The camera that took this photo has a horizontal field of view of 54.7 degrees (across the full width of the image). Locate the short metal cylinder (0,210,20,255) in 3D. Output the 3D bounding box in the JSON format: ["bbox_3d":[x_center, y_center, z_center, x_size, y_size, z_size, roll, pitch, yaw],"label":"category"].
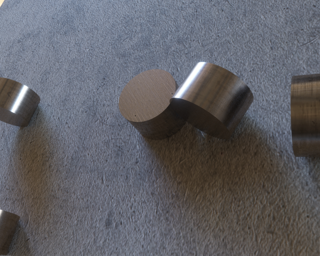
[{"bbox_3d":[-0.236,0.135,0.410,0.080,0.080,0.050,-5,60,26],"label":"short metal cylinder"}]

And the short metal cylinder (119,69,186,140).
[{"bbox_3d":[-0.007,-0.031,0.411,0.080,0.050,0.080,-13,56,21],"label":"short metal cylinder"}]

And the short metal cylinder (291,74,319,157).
[{"bbox_3d":[0.155,-0.012,0.294,0.050,0.080,0.080,-2,61,28],"label":"short metal cylinder"}]

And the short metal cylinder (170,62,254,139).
[{"bbox_3d":[0.058,-0.030,0.356,0.080,0.080,0.050,26,76,37],"label":"short metal cylinder"}]

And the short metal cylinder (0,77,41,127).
[{"bbox_3d":[-0.254,-0.042,0.529,0.080,0.080,0.050,3,63,29],"label":"short metal cylinder"}]
